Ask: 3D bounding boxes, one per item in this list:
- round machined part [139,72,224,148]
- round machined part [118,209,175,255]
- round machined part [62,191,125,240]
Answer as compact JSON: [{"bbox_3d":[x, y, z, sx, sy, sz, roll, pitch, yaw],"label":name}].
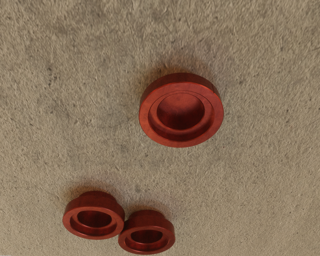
[{"bbox_3d":[0.025,-0.025,0.375,0.099,0.042,0.097,0,130,0],"label":"round machined part"},{"bbox_3d":[-0.024,0.181,0.548,0.099,0.042,0.097,-2,131,-2],"label":"round machined part"},{"bbox_3d":[-0.107,0.142,0.515,0.099,0.042,0.097,0,130,0],"label":"round machined part"}]
